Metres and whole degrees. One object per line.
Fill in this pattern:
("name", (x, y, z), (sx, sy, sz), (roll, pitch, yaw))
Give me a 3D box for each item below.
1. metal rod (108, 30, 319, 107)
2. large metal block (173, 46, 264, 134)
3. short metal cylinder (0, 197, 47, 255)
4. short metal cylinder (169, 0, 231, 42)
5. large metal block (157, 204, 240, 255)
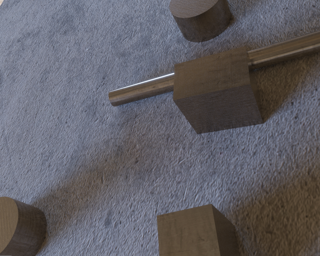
("metal rod", (0.066, -0.075, 0.415), (0.300, 0.025, 0.025), (-13, 57, 21))
("large metal block", (0.069, -0.039, 0.356), (0.080, 0.080, 0.050), (-10, 58, 22))
("short metal cylinder", (-0.199, 0.137, 0.408), (0.080, 0.050, 0.080), (-13, 56, 21))
("short metal cylinder", (0.061, -0.176, 0.464), (0.080, 0.050, 0.080), (-13, 56, 21))
("large metal block", (0.040, 0.122, 0.273), (0.050, 0.080, 0.080), (-18, 55, 18))
